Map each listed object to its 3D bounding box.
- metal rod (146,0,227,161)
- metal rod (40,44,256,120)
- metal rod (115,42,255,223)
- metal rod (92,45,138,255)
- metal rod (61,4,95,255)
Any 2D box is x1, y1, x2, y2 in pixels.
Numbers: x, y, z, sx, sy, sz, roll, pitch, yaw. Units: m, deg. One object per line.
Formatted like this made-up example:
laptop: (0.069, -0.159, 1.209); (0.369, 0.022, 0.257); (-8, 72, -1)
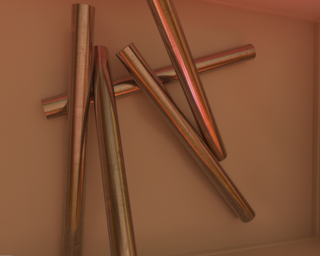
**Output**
metal rod: (0.029, -0.070, 0.360); (0.025, 0.025, 0.299); (-38, 126, -16)
metal rod: (0.000, -0.067, 0.411); (0.302, 0.025, 0.025); (-19, 97, -19)
metal rod: (0.044, 0.019, 0.411); (0.025, 0.025, 0.300); (-43, 110, -15)
metal rod: (-0.049, 0.046, 0.325); (0.025, 0.025, 0.299); (-3, 69, -20)
metal rod: (-0.095, 0.015, 0.355); (0.025, 0.025, 0.298); (2, 97, -20)
